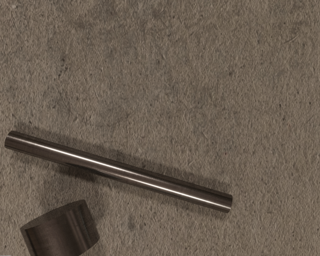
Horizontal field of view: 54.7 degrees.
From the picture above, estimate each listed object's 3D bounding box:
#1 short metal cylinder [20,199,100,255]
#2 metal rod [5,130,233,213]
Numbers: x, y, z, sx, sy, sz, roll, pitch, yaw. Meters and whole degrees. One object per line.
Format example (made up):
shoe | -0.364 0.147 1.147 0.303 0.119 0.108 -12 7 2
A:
short metal cylinder | -0.122 0.129 0.381 0.080 0.080 0.050 -22 90 0
metal rod | -0.053 0.058 0.409 0.302 0.025 0.025 17 90 -1
